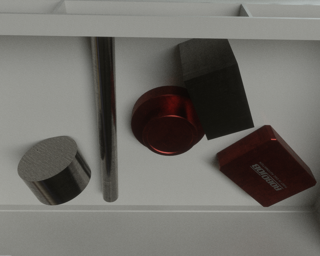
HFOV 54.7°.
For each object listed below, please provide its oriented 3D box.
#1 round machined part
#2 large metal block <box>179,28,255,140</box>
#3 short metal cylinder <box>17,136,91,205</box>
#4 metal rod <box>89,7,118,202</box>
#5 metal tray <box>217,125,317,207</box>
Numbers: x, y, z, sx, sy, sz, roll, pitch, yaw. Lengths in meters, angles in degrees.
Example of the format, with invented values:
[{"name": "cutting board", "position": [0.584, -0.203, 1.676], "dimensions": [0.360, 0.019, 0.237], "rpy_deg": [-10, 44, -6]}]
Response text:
[{"name": "round machined part", "position": [0.012, -0.002, 0.397], "dimensions": [0.099, 0.042, 0.097], "rpy_deg": [0, 130, 0]}, {"name": "large metal block", "position": [0.060, -0.048, 0.334], "dimensions": [0.050, 0.080, 0.080], "rpy_deg": [-17, 128, 13]}, {"name": "short metal cylinder", "position": [-0.141, 0.056, 0.419], "dimensions": [0.080, 0.080, 0.050], "rpy_deg": [-10, 130, 8]}, {"name": "metal rod", "position": [-0.069, -0.003, 0.405], "dimensions": [0.025, 0.025, 0.298], "rpy_deg": [3, 130, -3]}, {"name": "metal tray", "position": [0.159, 0.062, 0.461], "dimensions": [0.090, 0.030, 0.130], "rpy_deg": [-35, 122, 26]}]
